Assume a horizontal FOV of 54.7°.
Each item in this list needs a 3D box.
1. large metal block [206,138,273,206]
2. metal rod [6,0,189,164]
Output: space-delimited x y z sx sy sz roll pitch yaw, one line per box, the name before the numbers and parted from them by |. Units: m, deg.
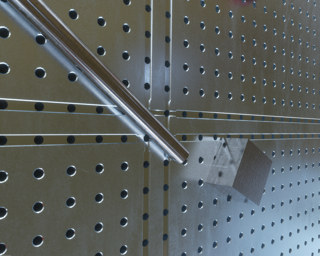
large metal block | 0.130 0.070 0.502 0.080 0.050 0.080 37 67 -34
metal rod | -0.060 -0.052 0.358 0.300 0.025 0.025 45 63 -31
